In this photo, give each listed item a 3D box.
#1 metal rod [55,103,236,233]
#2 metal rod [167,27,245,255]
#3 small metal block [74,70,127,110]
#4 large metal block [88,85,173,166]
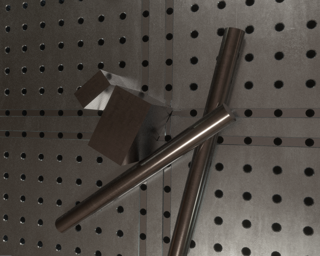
[{"bbox_3d":[-0.033,0.063,0.407,0.299,0.025,0.025,-36,79,22],"label":"metal rod"},{"bbox_3d":[0.057,0.025,0.391,0.025,0.025,0.298,15,95,19],"label":"metal rod"},{"bbox_3d":[-0.080,-0.051,0.426,0.050,0.050,0.025,-38,78,16],"label":"small metal block"},{"bbox_3d":[-0.034,-0.003,0.395,0.050,0.080,0.080,30,100,17],"label":"large metal block"}]
